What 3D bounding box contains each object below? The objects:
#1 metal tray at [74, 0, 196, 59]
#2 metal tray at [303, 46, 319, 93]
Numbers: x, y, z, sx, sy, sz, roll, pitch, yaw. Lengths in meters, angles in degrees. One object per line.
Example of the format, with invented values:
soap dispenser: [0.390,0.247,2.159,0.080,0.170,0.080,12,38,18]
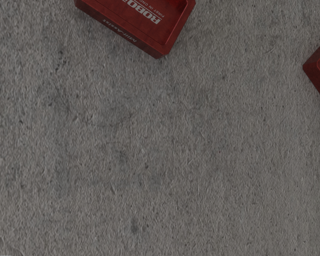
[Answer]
metal tray: [-0.029,-0.161,0.394,0.131,0.030,0.090,30,80,-18]
metal tray: [0.309,-0.112,0.519,0.130,0.030,0.090,-45,104,-15]
